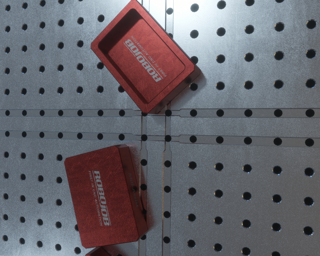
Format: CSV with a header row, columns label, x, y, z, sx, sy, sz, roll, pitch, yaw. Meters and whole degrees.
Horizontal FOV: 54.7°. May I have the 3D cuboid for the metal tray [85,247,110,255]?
label,x,y,z,sx,sy,sz,roll,pitch,yaw
metal tray,-0.097,0.250,0.442,0.090,0.030,0.129,38,102,15

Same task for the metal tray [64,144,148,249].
label,x,y,z,sx,sy,sz,roll,pitch,yaw
metal tray,-0.077,0.095,0.436,0.090,0.030,0.129,-15,85,19

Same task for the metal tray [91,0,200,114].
label,x,y,z,sx,sy,sz,roll,pitch,yaw
metal tray,-0.022,-0.094,0.416,0.090,0.030,0.130,-42,77,14
